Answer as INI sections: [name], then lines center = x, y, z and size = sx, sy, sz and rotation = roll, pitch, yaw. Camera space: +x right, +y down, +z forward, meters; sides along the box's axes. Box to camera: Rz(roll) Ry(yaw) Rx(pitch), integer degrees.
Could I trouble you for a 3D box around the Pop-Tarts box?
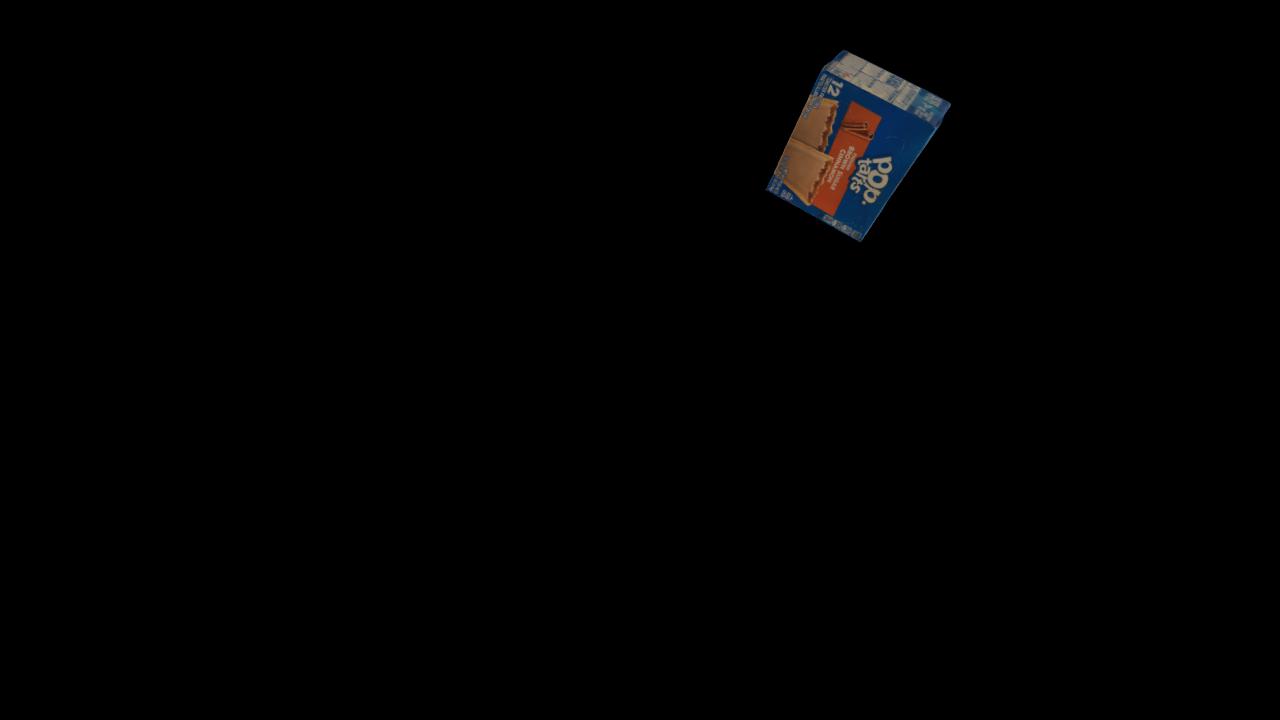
[Pop-Tarts box]
center = 0.256, -0.254, 0.744
size = 0.141, 0.083, 0.167
rotation = 33, -37, 9
